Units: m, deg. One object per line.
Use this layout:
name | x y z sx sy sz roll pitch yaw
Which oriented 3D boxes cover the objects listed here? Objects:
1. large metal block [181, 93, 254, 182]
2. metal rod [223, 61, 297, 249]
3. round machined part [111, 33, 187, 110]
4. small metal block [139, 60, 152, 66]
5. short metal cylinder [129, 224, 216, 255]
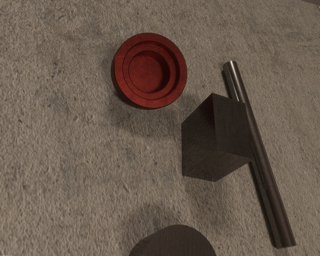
large metal block | 0.069 0.015 0.399 0.050 0.080 0.080 15 56 -20
metal rod | 0.142 0.023 0.468 0.025 0.025 0.299 5 59 -26
round machined part | -0.017 -0.073 0.413 0.099 0.042 0.097 1 87 -20
small metal block | -0.014 -0.105 0.462 0.050 0.025 0.050 18 55 -18
short metal cylinder | 0.012 0.143 0.308 0.081 0.050 0.080 14 56 -21
